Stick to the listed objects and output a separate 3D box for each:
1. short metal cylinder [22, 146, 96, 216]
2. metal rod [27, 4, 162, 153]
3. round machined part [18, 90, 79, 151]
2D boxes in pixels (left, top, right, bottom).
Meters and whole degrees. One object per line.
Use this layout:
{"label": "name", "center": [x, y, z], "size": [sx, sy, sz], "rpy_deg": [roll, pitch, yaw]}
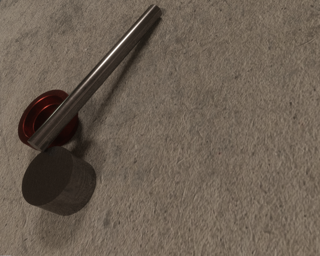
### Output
{"label": "short metal cylinder", "center": [-0.133, 0.071, 0.412], "size": [0.080, 0.050, 0.080], "rpy_deg": [-13, 56, 20]}
{"label": "metal rod", "center": [-0.086, -0.088, 0.469], "size": [0.025, 0.025, 0.301], "rpy_deg": [17, 60, 34]}
{"label": "round machined part", "center": [-0.167, -0.008, 0.483], "size": [0.098, 0.042, 0.098], "rpy_deg": [-13, 56, 20]}
